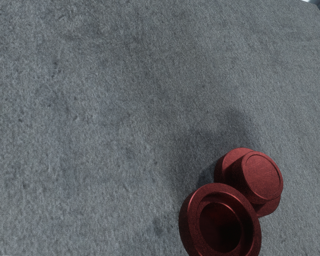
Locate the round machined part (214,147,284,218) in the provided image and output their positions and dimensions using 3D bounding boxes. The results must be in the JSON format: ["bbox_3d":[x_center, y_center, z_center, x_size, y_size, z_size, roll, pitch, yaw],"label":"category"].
[{"bbox_3d":[0.127,0.070,0.421,0.099,0.042,0.098,14,56,-21],"label":"round machined part"}]

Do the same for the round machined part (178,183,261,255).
[{"bbox_3d":[0.064,0.116,0.358,0.099,0.042,0.098,14,56,-21],"label":"round machined part"}]
